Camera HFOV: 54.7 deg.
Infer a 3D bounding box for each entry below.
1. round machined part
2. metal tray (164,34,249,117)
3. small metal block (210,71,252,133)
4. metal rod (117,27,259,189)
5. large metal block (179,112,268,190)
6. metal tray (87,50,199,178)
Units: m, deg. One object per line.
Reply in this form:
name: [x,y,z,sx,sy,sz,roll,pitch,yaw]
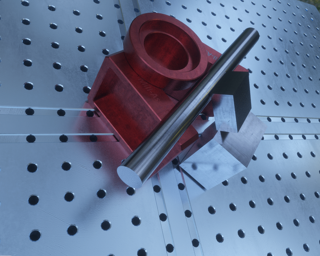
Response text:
round machined part: [0.003,-0.084,0.363,0.099,0.042,0.098,14,56,-21]
metal tray: [0.046,-0.075,0.438,0.131,0.090,0.030,28,53,-11]
small metal block: [0.082,-0.030,0.352,0.025,0.050,0.050,9,42,32]
metal rod: [0.053,-0.046,0.350,0.025,0.025,0.301,42,51,0]
large metal block: [0.081,0.023,0.400,0.050,0.080,0.080,42,51,0]
metal tray: [-0.025,-0.014,0.362,0.030,0.090,0.130,-33,81,-38]
